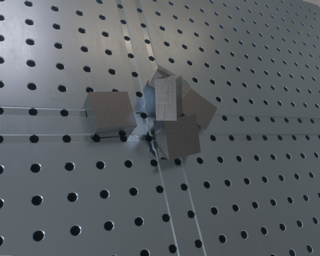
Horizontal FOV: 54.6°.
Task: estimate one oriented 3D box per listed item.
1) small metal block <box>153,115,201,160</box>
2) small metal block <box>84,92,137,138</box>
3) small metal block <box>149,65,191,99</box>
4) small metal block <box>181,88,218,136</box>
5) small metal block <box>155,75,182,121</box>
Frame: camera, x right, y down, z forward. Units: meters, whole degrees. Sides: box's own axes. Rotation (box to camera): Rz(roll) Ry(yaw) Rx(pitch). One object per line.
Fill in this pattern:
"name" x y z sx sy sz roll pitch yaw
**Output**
"small metal block" 0.022 0.011 0.400 0.050 0.025 0.050 -10 94 -32
"small metal block" -0.062 -0.017 0.385 0.050 0.025 0.050 -4 64 -30
"small metal block" 0.012 -0.064 0.437 0.050 0.025 0.050 28 15 -10
"small metal block" 0.048 -0.022 0.447 0.050 0.025 0.050 36 51 -4
"small metal block" 0.012 -0.039 0.389 0.025 0.050 0.050 1 14 12
